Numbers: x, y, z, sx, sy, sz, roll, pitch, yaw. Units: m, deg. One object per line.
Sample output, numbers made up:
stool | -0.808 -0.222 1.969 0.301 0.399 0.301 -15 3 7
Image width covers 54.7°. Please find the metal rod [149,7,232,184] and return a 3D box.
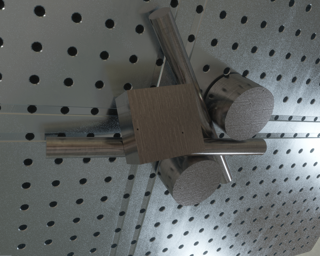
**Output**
metal rod | 0.054 -0.020 0.425 0.025 0.025 0.299 -33 129 -7

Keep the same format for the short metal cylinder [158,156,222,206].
short metal cylinder | 0.043 0.067 0.456 0.081 0.050 0.079 -14 124 -21

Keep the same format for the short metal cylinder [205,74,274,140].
short metal cylinder | 0.110 -0.030 0.433 0.081 0.050 0.079 -14 124 -21

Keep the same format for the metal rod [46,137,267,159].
metal rod | 0.011 0.025 0.407 0.303 0.025 0.025 1 118 -22

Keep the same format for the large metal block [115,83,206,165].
large metal block | -0.001 -0.004 0.364 0.081 0.050 0.080 -10 88 -23
